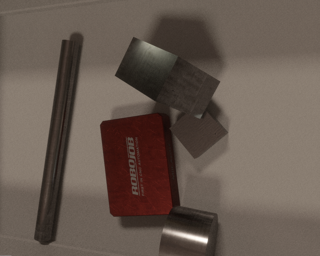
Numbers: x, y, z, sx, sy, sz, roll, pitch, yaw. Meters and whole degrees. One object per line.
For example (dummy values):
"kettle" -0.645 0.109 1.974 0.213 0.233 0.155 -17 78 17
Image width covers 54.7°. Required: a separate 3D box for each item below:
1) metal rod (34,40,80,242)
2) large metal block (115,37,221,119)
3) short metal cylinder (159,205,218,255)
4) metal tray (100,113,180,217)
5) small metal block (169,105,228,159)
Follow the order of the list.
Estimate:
"metal rod" -0.155 0.021 0.463 0.025 0.025 0.298 10 93 19
"large metal block" 0.009 -0.058 0.363 0.080 0.080 0.050 36 103 42
"short metal cylinder" 0.036 0.137 0.368 0.050 0.080 0.079 7 92 19
"metal tray" -0.027 0.049 0.417 0.090 0.030 0.129 -8 87 19
"small metal block" 0.049 0.003 0.393 0.050 0.025 0.050 -42 77 15
